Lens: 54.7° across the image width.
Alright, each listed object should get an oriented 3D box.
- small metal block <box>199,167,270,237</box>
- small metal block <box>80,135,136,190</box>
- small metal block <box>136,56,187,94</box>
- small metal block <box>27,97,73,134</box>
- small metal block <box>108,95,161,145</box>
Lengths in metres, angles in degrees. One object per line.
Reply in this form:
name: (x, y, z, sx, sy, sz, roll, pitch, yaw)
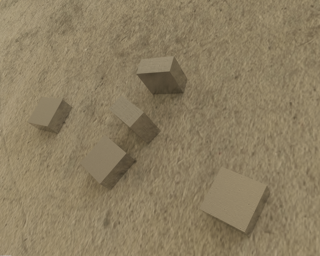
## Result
small metal block: (0.077, 0.075, 0.317, 0.050, 0.025, 0.050, 21, 73, 35)
small metal block: (-0.069, 0.045, 0.411, 0.050, 0.025, 0.050, 35, 81, 38)
small metal block: (0.004, -0.072, 0.429, 0.050, 0.050, 0.025, 1, 63, 28)
small metal block: (-0.181, -0.022, 0.510, 0.050, 0.025, 0.050, 9, 66, 31)
small metal block: (-0.033, -0.010, 0.410, 0.025, 0.050, 0.050, -48, 52, -5)
